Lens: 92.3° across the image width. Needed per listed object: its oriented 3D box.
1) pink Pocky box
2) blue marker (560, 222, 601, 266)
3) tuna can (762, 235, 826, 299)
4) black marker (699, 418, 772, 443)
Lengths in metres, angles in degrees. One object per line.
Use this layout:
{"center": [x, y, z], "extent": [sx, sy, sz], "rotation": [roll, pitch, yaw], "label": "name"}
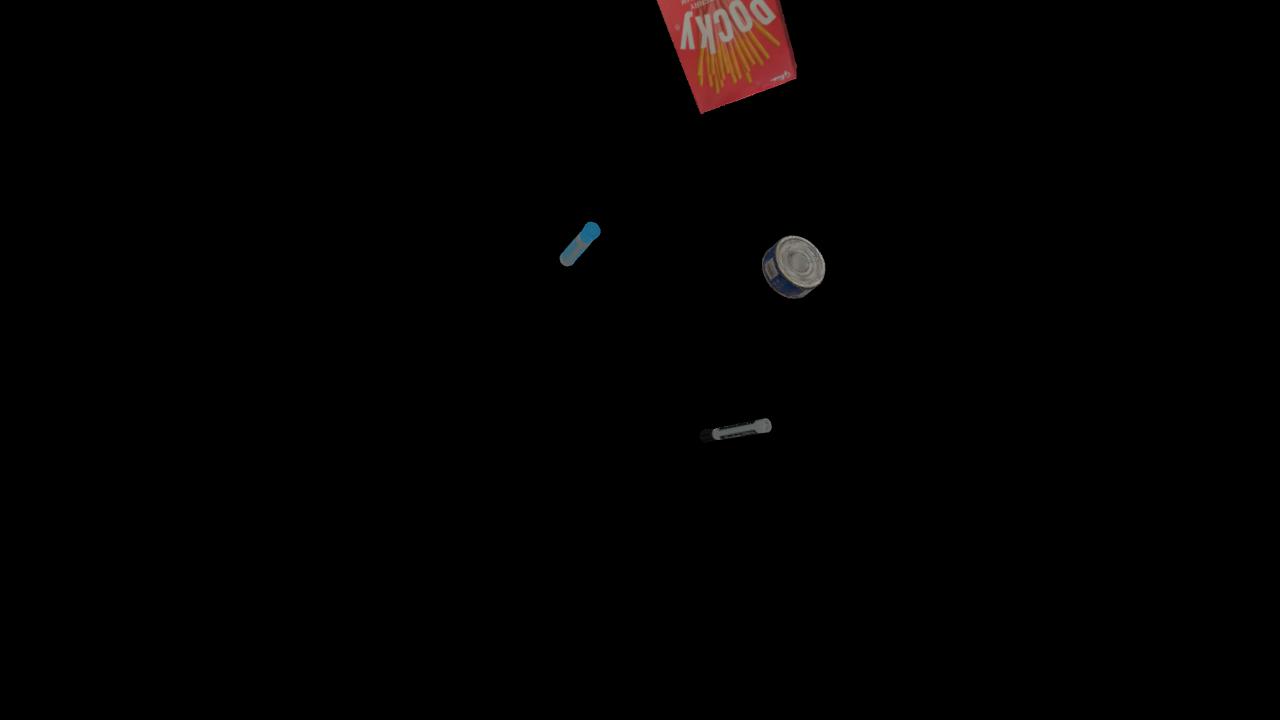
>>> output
{"center": [0.059, -0.274, 0.466], "extent": [0.084, 0.029, 0.155], "rotation": [-12, -48, 23], "label": "pink Pocky box"}
{"center": [-0.070, -0.132, 0.707], "extent": [0.020, 0.020, 0.121], "rotation": [0, -7, -21], "label": "blue marker"}
{"center": [0.214, -0.130, 0.852], "extent": [0.084, 0.084, 0.034], "rotation": [0, -19, -21], "label": "tuna can"}
{"center": [0.127, 0.098, 0.846], "extent": [0.020, 0.020, 0.121], "rotation": [0, -13, -41], "label": "black marker"}
